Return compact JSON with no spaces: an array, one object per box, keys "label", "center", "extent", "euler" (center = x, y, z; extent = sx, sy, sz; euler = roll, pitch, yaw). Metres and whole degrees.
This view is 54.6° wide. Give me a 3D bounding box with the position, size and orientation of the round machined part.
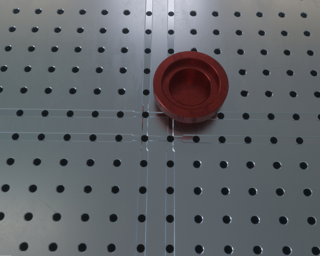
[{"label":"round machined part","center":[0.040,-0.052,0.422],"extent":[0.099,0.042,0.098],"euler":[0,70,0]}]
